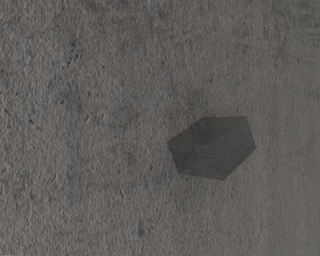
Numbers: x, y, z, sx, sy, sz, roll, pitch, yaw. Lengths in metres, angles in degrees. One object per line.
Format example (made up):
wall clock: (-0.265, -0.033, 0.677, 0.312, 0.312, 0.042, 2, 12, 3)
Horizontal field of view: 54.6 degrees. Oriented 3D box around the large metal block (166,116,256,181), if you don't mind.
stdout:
large metal block: (0.071, 0.024, 0.427, 0.080, 0.080, 0.050, -34, 111, -35)
